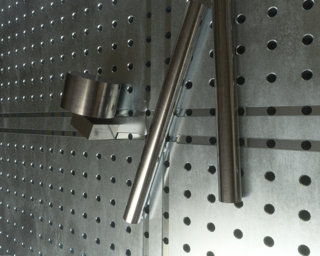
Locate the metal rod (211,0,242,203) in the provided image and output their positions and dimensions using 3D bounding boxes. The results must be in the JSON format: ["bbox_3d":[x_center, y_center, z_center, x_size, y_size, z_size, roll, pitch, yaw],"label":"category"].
[{"bbox_3d":[0.073,-0.068,0.347,0.025,0.025,0.298,-3,88,39],"label":"metal rod"}]

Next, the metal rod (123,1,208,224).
[{"bbox_3d":[0.002,-0.010,0.405,0.025,0.025,0.298,27,107,36],"label":"metal rod"}]

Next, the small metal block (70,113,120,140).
[{"bbox_3d":[-0.099,-0.006,0.472,0.050,0.050,0.025,35,111,34],"label":"small metal block"}]

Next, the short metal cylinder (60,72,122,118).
[{"bbox_3d":[-0.101,-0.050,0.454,0.080,0.081,0.050,23,105,37],"label":"short metal cylinder"}]
